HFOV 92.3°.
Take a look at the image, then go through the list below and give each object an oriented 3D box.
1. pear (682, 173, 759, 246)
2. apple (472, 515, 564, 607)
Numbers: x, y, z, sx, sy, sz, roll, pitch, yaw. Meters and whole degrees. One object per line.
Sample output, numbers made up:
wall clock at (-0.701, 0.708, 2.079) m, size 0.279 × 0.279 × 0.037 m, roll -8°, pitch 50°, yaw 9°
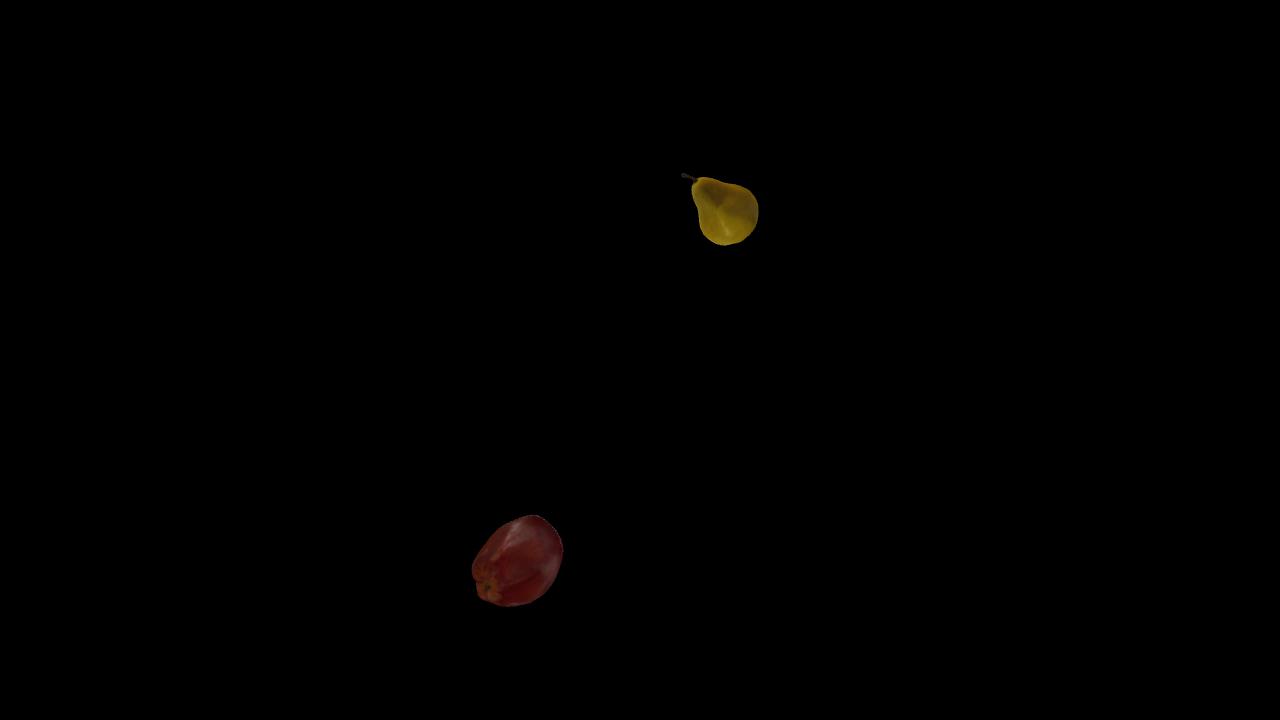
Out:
pear at (0.099, -0.199, 0.771) m, size 0.080 × 0.080 × 0.111 m, roll 0°, pitch -38°, yaw 45°
apple at (-0.118, 0.198, 0.605) m, size 0.079 × 0.079 × 0.093 m, roll 0°, pitch 16°, yaw 29°
